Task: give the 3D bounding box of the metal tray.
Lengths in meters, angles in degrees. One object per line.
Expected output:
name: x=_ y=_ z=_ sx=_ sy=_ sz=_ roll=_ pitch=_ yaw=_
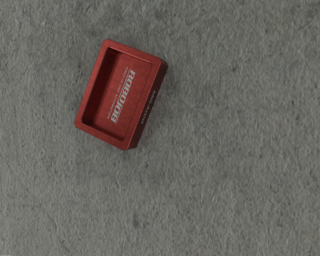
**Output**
metal tray: x=-0.055 y=-0.045 z=0.426 sx=0.090 sy=0.030 sz=0.129 roll=24 pitch=98 yaw=18
